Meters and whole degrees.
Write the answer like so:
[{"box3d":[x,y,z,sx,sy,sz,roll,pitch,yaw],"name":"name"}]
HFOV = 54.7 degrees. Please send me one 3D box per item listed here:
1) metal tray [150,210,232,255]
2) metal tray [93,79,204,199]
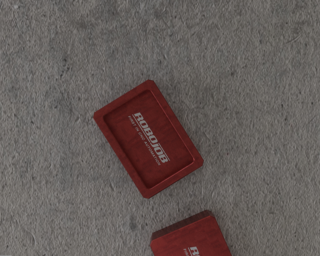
[{"box3d":[0.053,0.186,0.408,0.090,0.030,0.129,-24,90,0],"name":"metal tray"},{"box3d":[-0.015,0.014,0.407,0.090,0.030,0.130,-32,90,0],"name":"metal tray"}]
